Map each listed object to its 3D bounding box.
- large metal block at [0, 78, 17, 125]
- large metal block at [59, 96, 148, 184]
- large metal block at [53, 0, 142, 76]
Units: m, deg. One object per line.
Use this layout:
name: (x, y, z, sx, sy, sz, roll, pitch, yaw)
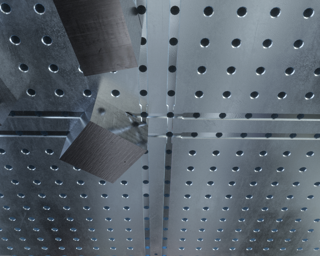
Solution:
large metal block: (-0.233, -0.039, 0.360, 0.080, 0.050, 0.080, -13, 129, 10)
large metal block: (-0.072, 0.018, 0.410, 0.080, 0.050, 0.080, 30, 124, -23)
large metal block: (-0.052, -0.106, 0.285, 0.050, 0.080, 0.080, -9, 130, 7)
